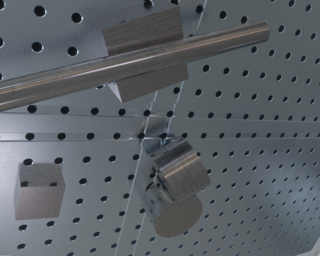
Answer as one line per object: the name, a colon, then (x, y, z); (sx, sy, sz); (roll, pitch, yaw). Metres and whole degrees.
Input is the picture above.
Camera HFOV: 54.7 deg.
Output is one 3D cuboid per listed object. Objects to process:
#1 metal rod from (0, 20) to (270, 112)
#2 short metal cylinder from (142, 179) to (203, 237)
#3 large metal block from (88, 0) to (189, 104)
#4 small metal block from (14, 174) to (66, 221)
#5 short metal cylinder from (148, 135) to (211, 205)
metal rod: (-0.024, -0.062, 0.295); (0.302, 0.025, 0.025); (-18, 126, -18)
short metal cylinder: (0.019, 0.122, 0.481); (0.081, 0.050, 0.079); (-14, 124, -21)
large metal block: (-0.021, -0.084, 0.332); (0.081, 0.050, 0.080); (-22, 127, -15)
small metal block: (-0.149, 0.085, 0.382); (0.050, 0.025, 0.050); (5, 116, -31)
short metal cylinder: (0.025, 0.057, 0.425); (0.050, 0.080, 0.080); (-31, 129, -9)
